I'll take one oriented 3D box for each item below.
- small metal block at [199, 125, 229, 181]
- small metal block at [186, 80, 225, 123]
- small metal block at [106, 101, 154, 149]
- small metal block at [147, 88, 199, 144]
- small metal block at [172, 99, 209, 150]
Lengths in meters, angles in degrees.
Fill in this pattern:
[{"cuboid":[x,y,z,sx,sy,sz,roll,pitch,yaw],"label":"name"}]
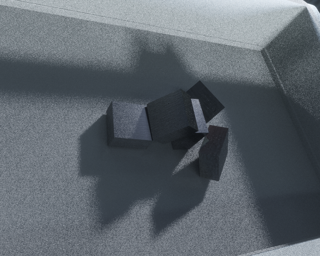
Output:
[{"cuboid":[0.071,0.033,0.404,0.025,0.050,0.050,11,48,20],"label":"small metal block"},{"cuboid":[0.060,-0.035,0.440,0.025,0.050,0.050,-41,85,-7],"label":"small metal block"},{"cuboid":[-0.038,-0.003,0.385,0.050,0.025,0.050,6,59,-25],"label":"small metal block"},{"cuboid":[0.015,-0.013,0.382,0.025,0.050,0.050,26,48,-54],"label":"small metal block"},{"cuboid":[0.034,-0.004,0.411,0.025,0.050,0.050,1,61,-28],"label":"small metal block"}]
